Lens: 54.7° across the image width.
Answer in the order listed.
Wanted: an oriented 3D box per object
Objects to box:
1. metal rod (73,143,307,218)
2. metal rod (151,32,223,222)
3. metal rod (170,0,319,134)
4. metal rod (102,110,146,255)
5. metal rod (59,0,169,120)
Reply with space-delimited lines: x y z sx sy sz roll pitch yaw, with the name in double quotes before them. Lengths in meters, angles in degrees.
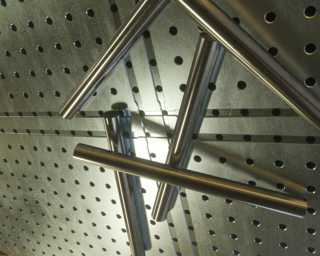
"metal rod" 0.031 0.066 0.404 0.301 0.025 0.025 13 124 9
"metal rod" 0.026 0.023 0.410 0.025 0.025 0.298 23 127 14
"metal rod" 0.075 -0.082 0.299 0.300 0.025 0.025 39 129 -7
"metal rod" -0.054 0.110 0.505 0.025 0.025 0.298 8 122 24
"metal rod" -0.051 -0.098 0.375 0.025 0.025 0.299 46 129 -5
